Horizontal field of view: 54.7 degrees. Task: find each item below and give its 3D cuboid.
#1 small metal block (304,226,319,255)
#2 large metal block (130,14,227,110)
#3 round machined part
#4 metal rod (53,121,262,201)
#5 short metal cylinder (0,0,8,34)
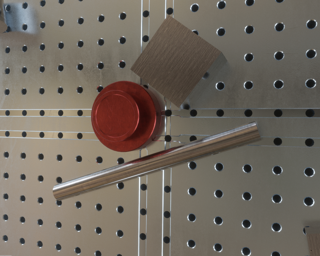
[{"bbox_3d":[0.193,0.138,0.345,0.050,0.025,0.050,-9,87,19],"label":"small metal block"},{"bbox_3d":[0.025,-0.080,0.390,0.080,0.050,0.080,40,102,15],"label":"large metal block"},{"bbox_3d":[-0.052,-0.016,0.421,0.098,0.042,0.097,0,90,19],"label":"round machined part"},{"bbox_3d":[-0.017,0.050,0.417,0.300,0.025,0.025,-19,84,18],"label":"metal rod"},{"bbox_3d":[-0.285,-0.182,0.482,0.080,0.080,0.050,-10,87,19],"label":"short metal cylinder"}]
